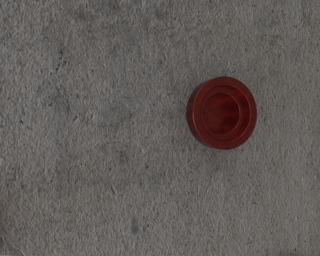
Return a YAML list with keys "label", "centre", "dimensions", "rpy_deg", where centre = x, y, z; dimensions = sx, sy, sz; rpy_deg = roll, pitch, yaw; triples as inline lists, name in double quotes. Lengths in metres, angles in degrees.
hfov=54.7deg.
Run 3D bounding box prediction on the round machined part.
- label: "round machined part"
  centre: [0.081, -0.020, 0.430]
  dimensions: [0.099, 0.042, 0.097]
  rpy_deg: [0, 90, -20]
